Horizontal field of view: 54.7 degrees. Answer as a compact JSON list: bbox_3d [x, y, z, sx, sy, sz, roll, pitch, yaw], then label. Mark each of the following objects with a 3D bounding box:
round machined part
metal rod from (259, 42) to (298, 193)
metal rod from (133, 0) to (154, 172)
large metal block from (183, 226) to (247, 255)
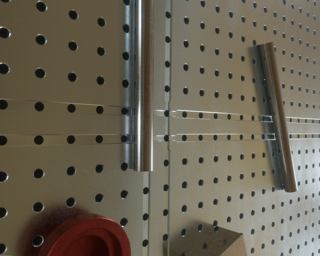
[{"bbox_3d":[-0.083,0.140,0.329,0.099,0.042,0.097,0,90,-40],"label":"round machined part"},{"bbox_3d":[0.232,-0.015,0.603,0.025,0.025,0.298,-23,105,-38],"label":"metal rod"},{"bbox_3d":[-0.020,-0.096,0.391,0.025,0.025,0.298,0,90,-40],"label":"metal rod"},{"bbox_3d":[0.089,0.210,0.468,0.081,0.050,0.080,-24,106,-37],"label":"large metal block"}]
